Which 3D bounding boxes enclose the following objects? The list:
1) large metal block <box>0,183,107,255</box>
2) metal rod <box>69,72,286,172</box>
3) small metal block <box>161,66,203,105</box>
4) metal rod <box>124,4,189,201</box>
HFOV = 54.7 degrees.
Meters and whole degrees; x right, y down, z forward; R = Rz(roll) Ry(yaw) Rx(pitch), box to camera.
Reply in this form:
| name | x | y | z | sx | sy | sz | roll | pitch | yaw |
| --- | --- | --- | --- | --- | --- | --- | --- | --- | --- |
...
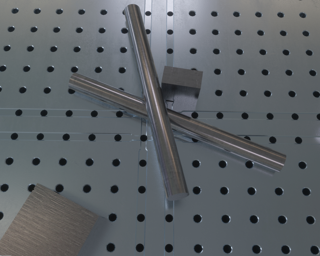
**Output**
| name | x | y | z | sx | sy | sz | roll | pitch | yaw |
| --- | --- | --- | --- | --- | --- | --- | --- | --- | --- |
| large metal block | -0.120 | 0.120 | 0.354 | 0.080 | 0.050 | 0.080 | 25 | 72 | 9 |
| metal rod | 0.017 | -0.011 | 0.415 | 0.301 | 0.025 | 0.025 | 22 | 72 | 7 |
| small metal block | 0.029 | -0.057 | 0.420 | 0.050 | 0.050 | 0.025 | 9 | 71 | 3 |
| metal rod | -0.012 | -0.053 | 0.407 | 0.025 | 0.025 | 0.299 | -11 | 62 | -4 |
